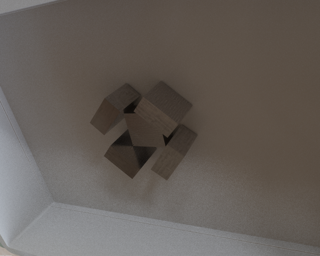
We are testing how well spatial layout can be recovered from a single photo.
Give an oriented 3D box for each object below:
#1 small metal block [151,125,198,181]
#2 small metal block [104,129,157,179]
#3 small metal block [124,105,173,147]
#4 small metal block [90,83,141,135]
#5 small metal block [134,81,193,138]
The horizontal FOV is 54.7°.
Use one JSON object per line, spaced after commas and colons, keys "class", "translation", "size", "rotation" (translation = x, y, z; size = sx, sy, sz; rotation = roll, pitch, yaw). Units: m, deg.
{"class": "small metal block", "translation": [0.019, 0.031, 0.399], "size": [0.025, 0.050, 0.050], "rotation": [34, 128, 4]}
{"class": "small metal block", "translation": [-0.041, 0.034, 0.433], "size": [0.050, 0.050, 0.025], "rotation": [39, 130, 2]}
{"class": "small metal block", "translation": [-0.015, -0.003, 0.412], "size": [0.050, 0.025, 0.050], "rotation": [1, 119, 28]}
{"class": "small metal block", "translation": [-0.058, -0.025, 0.405], "size": [0.025, 0.050, 0.050], "rotation": [41, 130, 1]}
{"class": "small metal block", "translation": [0.005, -0.024, 0.372], "size": [0.050, 0.050, 0.025], "rotation": [38, 128, 1]}
